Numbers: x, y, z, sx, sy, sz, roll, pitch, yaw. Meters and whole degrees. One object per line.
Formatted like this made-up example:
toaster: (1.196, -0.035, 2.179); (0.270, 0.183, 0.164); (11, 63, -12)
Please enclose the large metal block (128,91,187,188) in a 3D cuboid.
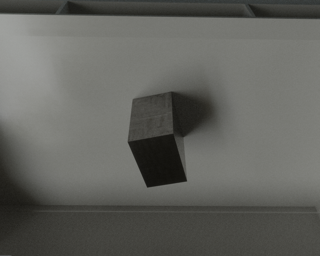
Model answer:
large metal block: (-0.001, 0.014, 0.385); (0.050, 0.080, 0.080); (-11, 129, 9)
